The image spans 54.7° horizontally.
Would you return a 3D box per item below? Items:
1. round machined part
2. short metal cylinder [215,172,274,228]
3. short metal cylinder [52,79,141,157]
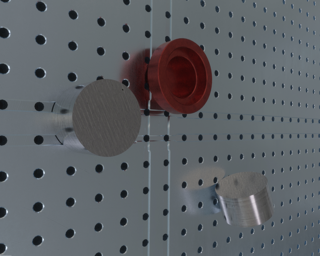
[{"bbox_3d":[0.022,-0.067,0.416,0.099,0.042,0.097,0,90,-40],"label":"round machined part"},{"bbox_3d":[0.132,0.110,0.484,0.081,0.080,0.050,-29,108,-36],"label":"short metal cylinder"},{"bbox_3d":[-0.068,-0.010,0.336,0.081,0.050,0.079,0,90,-40],"label":"short metal cylinder"}]
